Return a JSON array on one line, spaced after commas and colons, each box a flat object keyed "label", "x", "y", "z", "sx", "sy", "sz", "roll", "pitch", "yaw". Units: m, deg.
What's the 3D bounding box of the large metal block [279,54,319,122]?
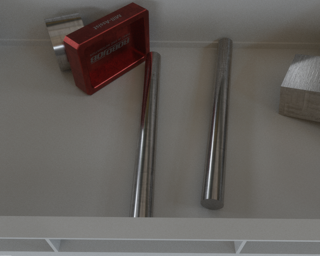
[{"label": "large metal block", "x": 0.218, "y": -0.055, "z": 0.427, "sx": 0.080, "sy": 0.050, "sz": 0.080, "roll": 15, "pitch": 50, "yaw": 29}]

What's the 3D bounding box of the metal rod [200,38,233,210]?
[{"label": "metal rod", "x": 0.084, "y": -0.030, "z": 0.431, "sx": 0.025, "sy": 0.025, "sz": 0.300, "roll": 8, "pitch": 50, "yaw": 6}]

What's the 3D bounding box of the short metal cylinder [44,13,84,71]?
[{"label": "short metal cylinder", "x": -0.141, "y": -0.133, "z": 0.479, "sx": 0.050, "sy": 0.080, "sz": 0.080, "roll": -18, "pitch": 53, "yaw": -15}]

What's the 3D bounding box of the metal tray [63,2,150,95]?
[{"label": "metal tray", "x": -0.072, "y": -0.118, "z": 0.460, "sx": 0.030, "sy": 0.089, "sz": 0.131, "roll": 36, "pitch": 58, "yaw": 26}]

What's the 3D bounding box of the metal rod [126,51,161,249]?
[{"label": "metal rod", "x": -0.016, "y": 0.001, "z": 0.403, "sx": 0.025, "sy": 0.025, "sz": 0.300, "roll": 2, "pitch": 50, "yaw": 1}]
